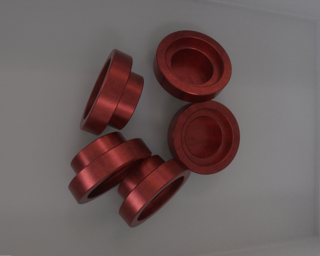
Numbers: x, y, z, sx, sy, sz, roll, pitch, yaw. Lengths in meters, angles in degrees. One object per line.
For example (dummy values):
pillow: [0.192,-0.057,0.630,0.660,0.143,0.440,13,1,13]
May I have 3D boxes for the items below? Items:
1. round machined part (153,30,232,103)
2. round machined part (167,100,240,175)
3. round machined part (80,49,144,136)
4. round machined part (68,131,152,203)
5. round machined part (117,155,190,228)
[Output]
round machined part: [0.039,-0.075,0.403,0.099,0.042,0.098,6,64,-12]
round machined part: [0.055,0.012,0.422,0.099,0.042,0.097,0,90,-20]
round machined part: [-0.052,-0.036,0.352,0.042,0.098,0.098,23,82,-19]
round machined part: [-0.061,0.041,0.354,0.099,0.098,0.042,-33,78,-17]
round machined part: [-0.012,0.071,0.376,0.098,0.098,0.042,-40,70,-15]
